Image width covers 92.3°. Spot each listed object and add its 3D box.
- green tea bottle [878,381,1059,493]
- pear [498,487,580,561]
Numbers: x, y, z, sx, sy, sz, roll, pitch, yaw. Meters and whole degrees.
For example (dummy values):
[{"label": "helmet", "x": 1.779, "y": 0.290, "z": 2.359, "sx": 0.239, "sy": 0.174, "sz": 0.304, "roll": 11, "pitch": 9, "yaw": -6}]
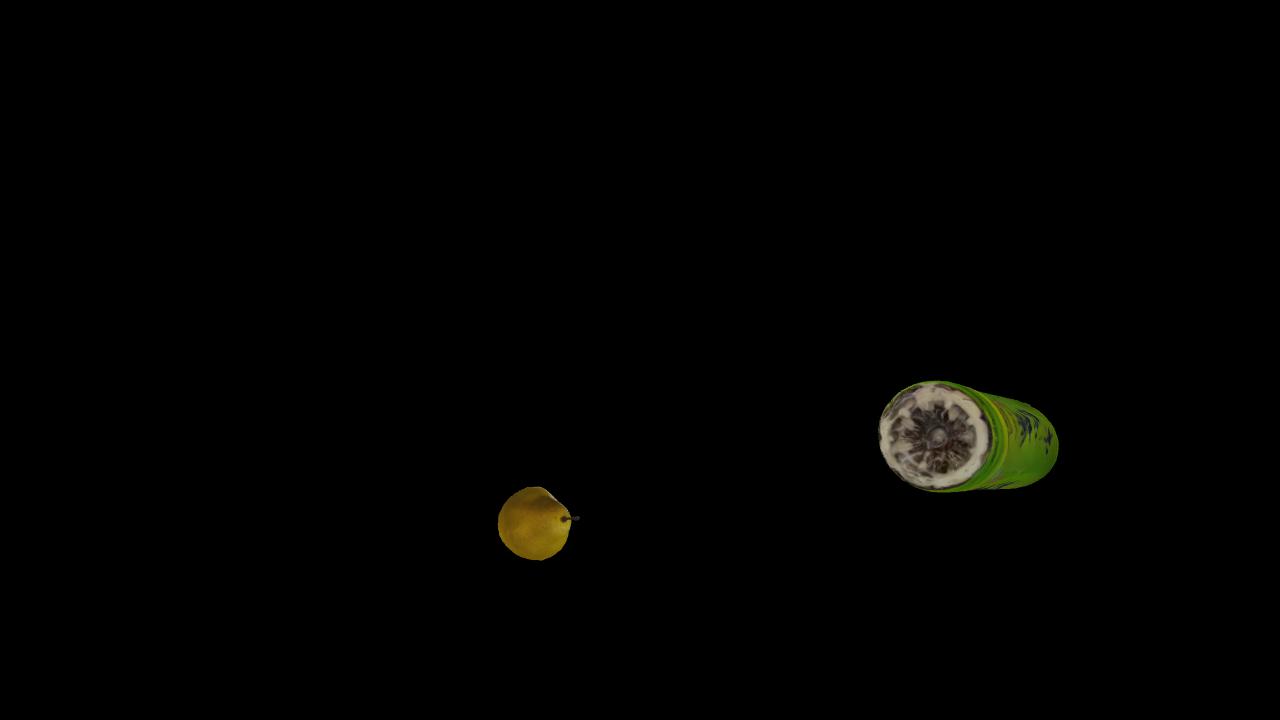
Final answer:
[{"label": "green tea bottle", "x": 0.249, "y": 0.057, "z": 0.442, "sx": 0.212, "sy": 0.073, "sz": 0.073, "roll": 7, "pitch": -5, "yaw": -44}, {"label": "pear", "x": -0.104, "y": 0.170, "z": 0.649, "sx": 0.080, "sy": 0.080, "sz": 0.111, "roll": 0, "pitch": -22, "yaw": -29}]
